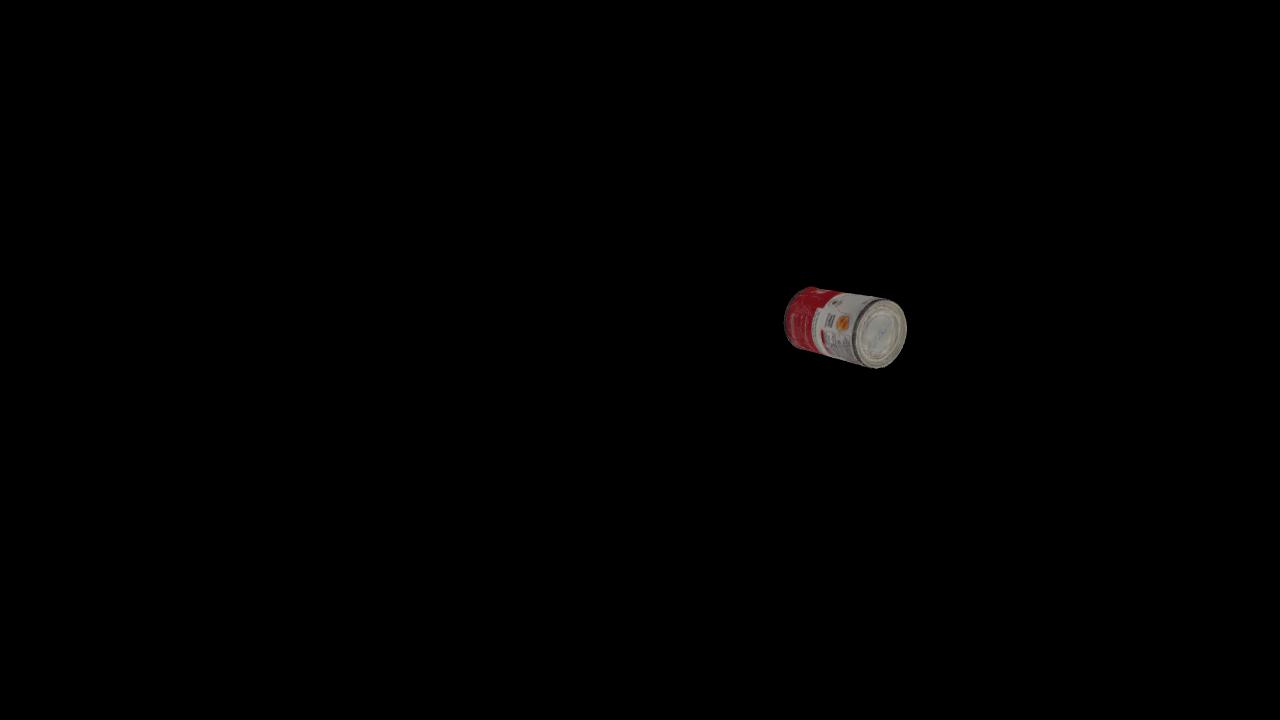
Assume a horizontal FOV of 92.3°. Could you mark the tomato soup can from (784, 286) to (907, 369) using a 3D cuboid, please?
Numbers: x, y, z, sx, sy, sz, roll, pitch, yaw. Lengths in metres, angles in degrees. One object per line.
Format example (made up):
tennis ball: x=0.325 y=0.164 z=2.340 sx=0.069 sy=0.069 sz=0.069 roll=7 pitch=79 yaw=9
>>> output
tomato soup can: x=0.200 y=-0.034 z=0.607 sx=0.068 sy=0.068 sz=0.101 roll=0 pitch=12 yaw=-26
